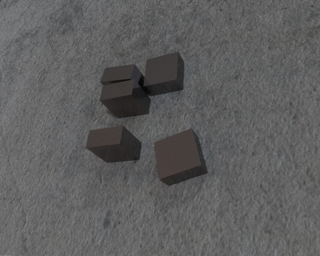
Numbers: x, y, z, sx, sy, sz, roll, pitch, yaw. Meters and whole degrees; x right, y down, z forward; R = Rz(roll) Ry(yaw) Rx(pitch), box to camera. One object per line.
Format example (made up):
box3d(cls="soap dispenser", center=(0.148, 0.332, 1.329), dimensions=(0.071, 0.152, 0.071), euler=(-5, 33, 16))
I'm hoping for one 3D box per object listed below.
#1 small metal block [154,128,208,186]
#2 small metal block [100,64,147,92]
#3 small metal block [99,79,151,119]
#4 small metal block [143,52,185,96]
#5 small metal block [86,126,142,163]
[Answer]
box3d(cls="small metal block", center=(0.024, 0.035, 0.369), dimensions=(0.050, 0.025, 0.050), euler=(-21, 54, 15))
box3d(cls="small metal block", center=(-0.049, -0.065, 0.452), dimensions=(0.050, 0.050, 0.025), euler=(-2, 61, 27))
box3d(cls="small metal block", center=(-0.048, -0.039, 0.436), dimensions=(0.050, 0.050, 0.025), euler=(-8, 59, 24))
box3d(cls="small metal block", center=(0.007, -0.078, 0.447), dimensions=(0.050, 0.025, 0.050), euler=(-9, 58, 23))
box3d(cls="small metal block", center=(-0.059, 0.023, 0.403), dimensions=(0.050, 0.050, 0.025), euler=(-8, 59, 24))
